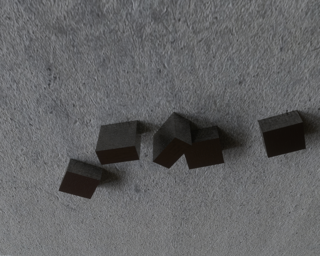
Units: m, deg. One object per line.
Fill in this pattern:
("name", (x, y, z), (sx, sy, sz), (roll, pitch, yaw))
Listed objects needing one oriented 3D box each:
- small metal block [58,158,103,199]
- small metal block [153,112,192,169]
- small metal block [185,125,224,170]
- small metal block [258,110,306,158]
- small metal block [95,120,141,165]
("small metal block", (-0.121, 0.078, 0.473), (0.050, 0.025, 0.050), (20, 127, -16))
("small metal block", (0.015, 0.016, 0.404), (0.025, 0.050, 0.050), (26, 125, -21))
("small metal block", (0.059, 0.028, 0.431), (0.050, 0.025, 0.050), (-12, 129, 10))
("small metal block", (0.164, 0.009, 0.416), (0.050, 0.025, 0.050), (-16, 129, 13))
("small metal block", (-0.053, 0.018, 0.406), (0.050, 0.050, 0.025), (-8, 130, 7))
